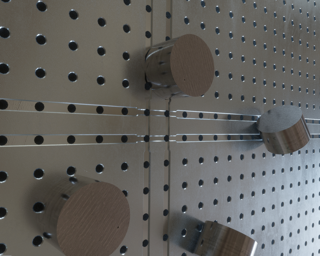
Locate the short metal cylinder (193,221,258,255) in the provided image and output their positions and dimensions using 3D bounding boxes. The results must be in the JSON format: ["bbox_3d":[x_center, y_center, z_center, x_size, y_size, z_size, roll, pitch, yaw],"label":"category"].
[{"bbox_3d":[0.095,0.177,0.453,0.080,0.080,0.050,40,66,-33],"label":"short metal cylinder"}]

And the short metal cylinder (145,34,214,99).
[{"bbox_3d":[0.027,-0.080,0.415,0.081,0.050,0.080,0,90,-40],"label":"short metal cylinder"}]

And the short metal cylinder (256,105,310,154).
[{"bbox_3d":[0.222,0.002,0.559,0.080,0.080,0.050,-46,118,-30],"label":"short metal cylinder"}]

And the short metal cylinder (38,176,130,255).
[{"bbox_3d":[-0.079,0.093,0.326,0.081,0.050,0.079,0,90,-40],"label":"short metal cylinder"}]
